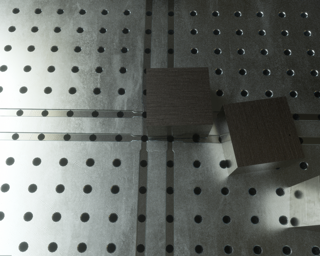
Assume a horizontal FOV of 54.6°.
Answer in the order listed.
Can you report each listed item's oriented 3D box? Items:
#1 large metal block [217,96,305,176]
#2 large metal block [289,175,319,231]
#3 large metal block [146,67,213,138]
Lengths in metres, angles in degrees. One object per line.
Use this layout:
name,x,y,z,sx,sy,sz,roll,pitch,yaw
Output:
large metal block,0.123,0.011,0.395,0.080,0.050,0.080,-8,70,-3
large metal block,0.203,0.091,0.350,0.080,0.080,0.050,8,70,3
large metal block,0.023,-0.032,0.410,0.080,0.050,0.080,-1,70,-1
